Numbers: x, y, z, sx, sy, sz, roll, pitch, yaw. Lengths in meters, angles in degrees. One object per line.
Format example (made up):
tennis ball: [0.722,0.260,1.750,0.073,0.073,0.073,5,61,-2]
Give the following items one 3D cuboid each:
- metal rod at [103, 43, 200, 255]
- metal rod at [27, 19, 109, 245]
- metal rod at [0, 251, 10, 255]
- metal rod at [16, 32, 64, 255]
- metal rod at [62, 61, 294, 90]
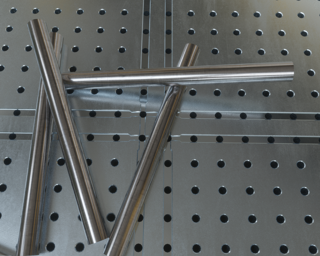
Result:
metal rod: [-0.003,0.016,0.405,0.025,0.025,0.300,19,71,6]
metal rod: [-0.121,-0.005,0.395,0.025,0.025,0.299,-18,78,-7]
metal rod: [-0.105,0.186,0.342,0.301,0.025,0.025,21,71,7]
metal rod: [-0.154,0.006,0.407,0.025,0.025,0.299,-1,70,-1]
metal rod: [0.015,-0.068,0.410,0.301,0.025,0.025,-1,70,9]
